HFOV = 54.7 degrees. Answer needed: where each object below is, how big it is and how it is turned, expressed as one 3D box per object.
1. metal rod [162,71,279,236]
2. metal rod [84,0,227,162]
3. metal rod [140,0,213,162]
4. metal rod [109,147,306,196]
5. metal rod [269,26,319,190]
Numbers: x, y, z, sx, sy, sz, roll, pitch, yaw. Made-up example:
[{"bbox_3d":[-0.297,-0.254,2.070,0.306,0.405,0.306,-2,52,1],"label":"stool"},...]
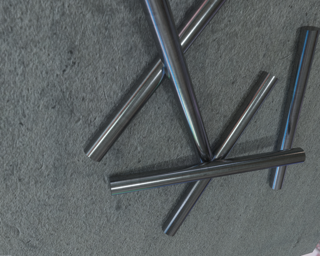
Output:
[{"bbox_3d":[0.087,0.048,0.483,0.025,0.025,0.298,20,108,-36],"label":"metal rod"},{"bbox_3d":[0.010,-0.082,0.360,0.025,0.025,0.299,32,100,-38],"label":"metal rod"},{"bbox_3d":[0.025,-0.049,0.360,0.025,0.025,0.299,-33,138,-7],"label":"metal rod"},{"bbox_3d":[0.078,0.061,0.457,0.302,0.025,0.025,-7,122,-14],"label":"metal rod"},{"bbox_3d":[0.217,-0.015,0.515,0.025,0.025,0.298,-16,125,-20],"label":"metal rod"}]
